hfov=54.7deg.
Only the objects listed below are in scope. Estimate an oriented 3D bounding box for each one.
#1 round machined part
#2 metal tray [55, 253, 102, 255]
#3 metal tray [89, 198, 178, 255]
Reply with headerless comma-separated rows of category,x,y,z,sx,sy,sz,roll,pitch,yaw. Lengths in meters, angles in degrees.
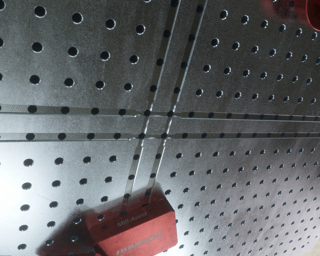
round machined part,0.214,-0.181,0.404,0.099,0.042,0.097,-14,125,-20
metal tray,-0.108,0.236,0.467,0.090,0.030,0.129,-10,130,15
metal tray,-0.038,0.175,0.496,0.131,0.030,0.089,-18,126,-18
